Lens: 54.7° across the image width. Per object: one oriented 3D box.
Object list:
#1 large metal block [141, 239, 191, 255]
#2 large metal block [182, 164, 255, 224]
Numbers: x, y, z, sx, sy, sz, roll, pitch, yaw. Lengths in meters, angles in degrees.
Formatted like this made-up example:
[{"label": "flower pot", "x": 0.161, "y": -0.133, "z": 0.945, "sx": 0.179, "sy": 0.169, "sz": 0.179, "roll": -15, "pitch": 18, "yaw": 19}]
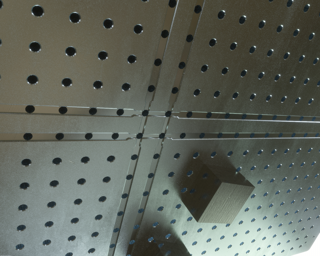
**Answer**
[{"label": "large metal block", "x": 0.006, "y": 0.254, "z": 0.558, "sx": 0.080, "sy": 0.050, "sz": 0.080, "roll": 27, "pitch": 103, "yaw": -38}, {"label": "large metal block", "x": 0.098, "y": 0.112, "z": 0.520, "sx": 0.081, "sy": 0.050, "sz": 0.080, "roll": 15, "pitch": 111, "yaw": -35}]
